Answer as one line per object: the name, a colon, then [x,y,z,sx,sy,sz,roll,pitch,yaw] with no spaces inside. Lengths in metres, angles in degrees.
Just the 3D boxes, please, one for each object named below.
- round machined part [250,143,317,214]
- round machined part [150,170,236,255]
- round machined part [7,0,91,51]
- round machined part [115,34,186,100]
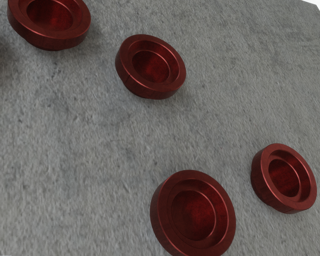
round machined part: [0.170,0.074,0.441,0.099,0.042,0.098,14,56,-21]
round machined part: [0.033,0.100,0.351,0.099,0.042,0.098,14,56,-21]
round machined part: [-0.143,-0.139,0.401,0.099,0.042,0.098,14,56,-21]
round machined part: [-0.016,-0.080,0.434,0.099,0.042,0.098,14,56,-21]
